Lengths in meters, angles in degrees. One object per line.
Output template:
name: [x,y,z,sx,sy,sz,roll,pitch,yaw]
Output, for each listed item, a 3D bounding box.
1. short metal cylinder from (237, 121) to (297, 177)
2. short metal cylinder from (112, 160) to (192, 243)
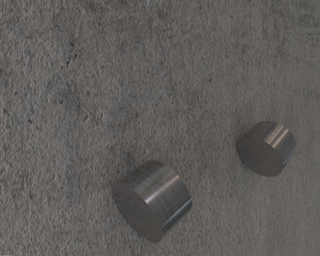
short metal cylinder: [0.178,0.035,0.518,0.050,0.080,0.080,-41,115,-32]
short metal cylinder: [-0.010,0.084,0.361,0.050,0.080,0.080,-35,112,-35]
